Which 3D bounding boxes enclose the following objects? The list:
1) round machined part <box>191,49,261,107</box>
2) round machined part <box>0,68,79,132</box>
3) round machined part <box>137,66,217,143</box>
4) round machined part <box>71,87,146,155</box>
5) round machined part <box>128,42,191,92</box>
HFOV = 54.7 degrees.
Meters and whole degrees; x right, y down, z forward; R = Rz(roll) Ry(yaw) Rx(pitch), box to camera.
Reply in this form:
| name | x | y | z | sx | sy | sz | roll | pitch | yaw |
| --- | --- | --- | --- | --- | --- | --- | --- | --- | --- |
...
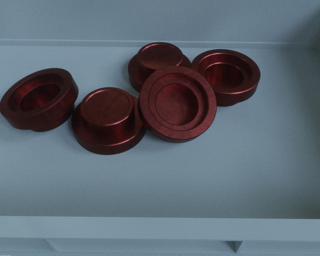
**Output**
| name | x | y | z | sx | sy | sz | roll | pitch | yaw |
| --- | --- | --- | --- | --- | --- | --- | --- | --- | --- |
| round machined part | 0.092 | -0.069 | 0.453 | 0.099 | 0.042 | 0.098 | 1 | 50 | 0 |
| round machined part | -0.154 | -0.033 | 0.410 | 0.098 | 0.042 | 0.098 | -9 | 45 | 10 |
| round machined part | 0.020 | -0.028 | 0.401 | 0.099 | 0.042 | 0.098 | 3 | 74 | -11 |
| round machined part | -0.067 | -0.016 | 0.407 | 0.099 | 0.042 | 0.098 | 0 | 50 | 0 |
| round machined part | 0.000 | -0.095 | 0.474 | 0.099 | 0.042 | 0.098 | 0 | 50 | 0 |
